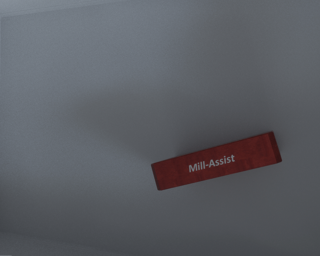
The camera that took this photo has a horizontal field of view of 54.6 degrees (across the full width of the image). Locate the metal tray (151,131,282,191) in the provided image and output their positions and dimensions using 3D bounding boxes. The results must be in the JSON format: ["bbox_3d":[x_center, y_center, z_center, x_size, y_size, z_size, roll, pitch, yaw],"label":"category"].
[{"bbox_3d":[0.066,0.035,0.352,0.130,0.090,0.030,-17,84,19],"label":"metal tray"}]
